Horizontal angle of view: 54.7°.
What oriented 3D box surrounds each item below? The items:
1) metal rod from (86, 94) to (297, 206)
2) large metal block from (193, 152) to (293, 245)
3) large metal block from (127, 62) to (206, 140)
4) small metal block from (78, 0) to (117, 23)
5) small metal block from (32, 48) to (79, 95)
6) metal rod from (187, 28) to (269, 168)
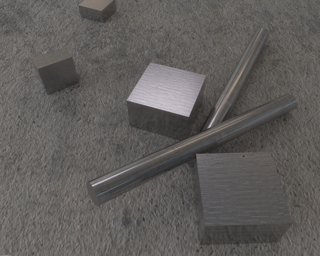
[{"bbox_3d":[0.060,0.012,0.361,0.302,0.025,0.025,-22,53,-30],"label":"metal rod"},{"bbox_3d":[0.080,0.073,0.326,0.081,0.050,0.080,-1,50,-1],"label":"large metal block"},{"bbox_3d":[0.010,-0.036,0.418,0.080,0.050,0.080,16,52,13],"label":"large metal block"},{"bbox_3d":[-0.120,-0.231,0.597,0.050,0.025,0.050,19,53,15],"label":"small metal block"},{"bbox_3d":[-0.152,-0.083,0.455,0.050,0.050,0.025,-26,55,-21],"label":"small metal block"},{"bbox_3d":[0.109,-0.061,0.455,0.025,0.025,0.301,22,53,17],"label":"metal rod"}]
